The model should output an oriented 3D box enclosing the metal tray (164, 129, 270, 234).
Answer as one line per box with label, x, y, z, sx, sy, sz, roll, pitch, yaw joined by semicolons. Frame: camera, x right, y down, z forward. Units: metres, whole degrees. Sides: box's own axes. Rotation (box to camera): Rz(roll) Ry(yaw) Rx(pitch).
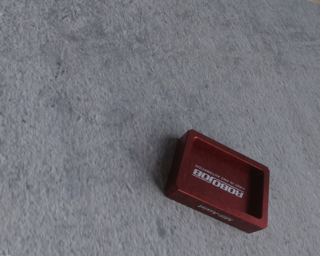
metal tray;0.078;0.068;0.400;0.131;0.030;0.090;26;53;-12
